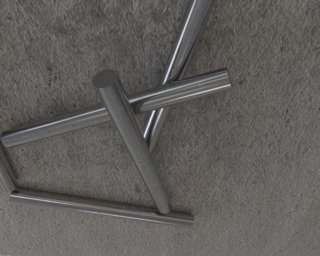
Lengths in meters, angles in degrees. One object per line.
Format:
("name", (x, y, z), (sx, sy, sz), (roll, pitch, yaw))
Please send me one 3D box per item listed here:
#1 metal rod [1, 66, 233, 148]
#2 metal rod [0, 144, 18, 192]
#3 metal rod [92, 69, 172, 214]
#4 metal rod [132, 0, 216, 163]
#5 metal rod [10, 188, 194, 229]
("metal rod", (-0.066, -0.018, 0.368), (0.301, 0.025, 0.025), (-13, 129, 19))
("metal rod", (-0.234, -0.024, 0.384), (0.025, 0.025, 0.298), (0, 130, 0))
("metal rod", (-0.021, 0.043, 0.404), (0.025, 0.025, 0.299), (-9, 142, 7))
("metal rod", (0.016, -0.062, 0.354), (0.025, 0.025, 0.298), (13, 129, -11))
("metal rod", (-0.090, 0.136, 0.521), (0.302, 0.025, 0.025), (11, 129, -10))
